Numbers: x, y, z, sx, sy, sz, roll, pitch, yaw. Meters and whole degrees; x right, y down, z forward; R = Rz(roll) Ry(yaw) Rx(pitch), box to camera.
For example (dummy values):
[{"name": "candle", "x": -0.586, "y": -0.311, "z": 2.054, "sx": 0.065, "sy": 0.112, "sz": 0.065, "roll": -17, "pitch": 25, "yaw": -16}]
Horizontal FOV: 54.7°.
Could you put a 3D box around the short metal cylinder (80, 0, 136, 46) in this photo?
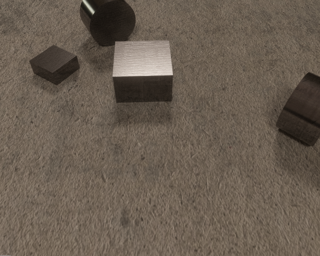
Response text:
[{"name": "short metal cylinder", "x": -0.088, "y": -0.188, "z": 0.524, "sx": 0.081, "sy": 0.080, "sz": 0.050, "roll": -22, "pitch": 54, "yaw": -18}]

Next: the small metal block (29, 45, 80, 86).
[{"name": "small metal block", "x": -0.164, "y": -0.099, "z": 0.484, "sx": 0.050, "sy": 0.025, "sz": 0.050, "roll": 27, "pitch": 55, "yaw": 20}]

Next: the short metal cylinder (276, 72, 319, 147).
[{"name": "short metal cylinder", "x": 0.191, "y": -0.023, "z": 0.390, "sx": 0.050, "sy": 0.080, "sz": 0.080, "roll": 34, "pitch": 57, "yaw": 24}]

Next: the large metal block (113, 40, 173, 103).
[{"name": "large metal block", "x": -0.025, "y": -0.084, "z": 0.457, "sx": 0.081, "sy": 0.050, "sz": 0.080, "roll": -2, "pitch": 50, "yaw": -2}]
